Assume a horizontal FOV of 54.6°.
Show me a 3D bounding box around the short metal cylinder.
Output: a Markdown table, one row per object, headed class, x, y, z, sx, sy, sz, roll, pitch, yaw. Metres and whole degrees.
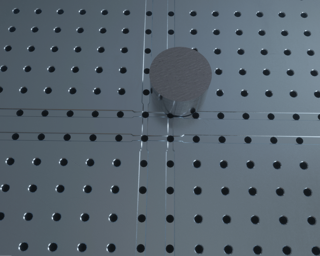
| class | x | y | z | sx | sy | sz | roll | pitch | yaw |
| --- | --- | --- | --- | --- | --- | --- | --- | --- | --- |
| short metal cylinder | 0.027 | -0.062 | 0.421 | 0.080 | 0.050 | 0.080 | 0 | 70 | 0 |
